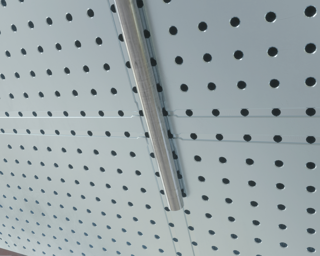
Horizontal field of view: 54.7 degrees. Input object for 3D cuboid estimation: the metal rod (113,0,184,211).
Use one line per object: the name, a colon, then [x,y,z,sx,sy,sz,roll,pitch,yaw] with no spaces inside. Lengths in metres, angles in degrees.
metal rod: [-0.008,-0.014,0.405,0.025,0.025,0.298,1,119,27]
